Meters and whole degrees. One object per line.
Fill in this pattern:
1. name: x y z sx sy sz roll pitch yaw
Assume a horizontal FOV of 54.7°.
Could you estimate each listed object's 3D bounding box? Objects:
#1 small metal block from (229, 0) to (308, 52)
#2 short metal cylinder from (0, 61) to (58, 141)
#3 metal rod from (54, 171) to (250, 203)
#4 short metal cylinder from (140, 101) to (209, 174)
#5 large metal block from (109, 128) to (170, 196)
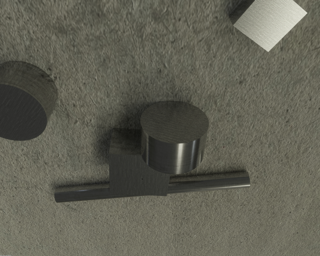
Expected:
1. small metal block: 0.107 -0.114 0.311 0.050 0.025 0.050 28 125 -22
2. short metal cylinder: -0.167 -0.031 0.363 0.081 0.050 0.079 0 130 0
3. metal rod: -0.014 0.093 0.486 0.302 0.025 0.025 -5 130 4
4. short metal cylinder: 0.016 0.010 0.380 0.081 0.080 0.050 1 130 -1
5. large metal block: -0.027 0.048 0.432 0.081 0.050 0.079 4 130 -4
